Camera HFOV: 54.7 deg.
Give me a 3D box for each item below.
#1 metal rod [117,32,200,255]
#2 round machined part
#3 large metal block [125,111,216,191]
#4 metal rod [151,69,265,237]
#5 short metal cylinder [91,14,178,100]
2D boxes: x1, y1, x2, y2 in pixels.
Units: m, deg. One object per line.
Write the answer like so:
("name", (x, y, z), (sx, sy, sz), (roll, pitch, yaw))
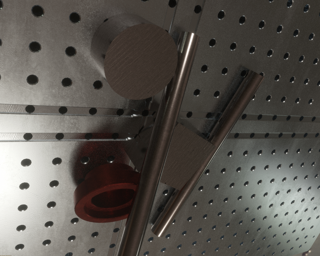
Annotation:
("metal rod", (-0.005, 0.034, 0.364), (0.025, 0.025, 0.298), (17, 88, -35))
("round machined part", (-0.062, 0.082, 0.405), (0.099, 0.042, 0.097), (-11, 141, -9))
("large metal block", (0.015, 0.029, 0.423), (0.080, 0.050, 0.080), (31, 101, -38))
("metal rod", (0.067, 0.048, 0.479), (0.025, 0.025, 0.298), (18, 109, -36))
("short metal cylinder", (-0.028, -0.077, 0.333), (0.081, 0.050, 0.079), (-14, 125, -21))
